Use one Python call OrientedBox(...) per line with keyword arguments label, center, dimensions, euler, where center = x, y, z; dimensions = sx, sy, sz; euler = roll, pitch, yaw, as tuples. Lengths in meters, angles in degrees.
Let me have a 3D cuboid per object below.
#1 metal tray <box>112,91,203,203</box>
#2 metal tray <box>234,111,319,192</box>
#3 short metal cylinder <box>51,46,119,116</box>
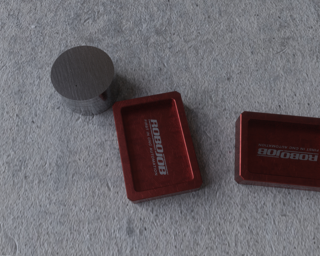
OrientedBox(label="metal tray", center=(-0.005, 0.023, 0.396), dimensions=(0.091, 0.030, 0.130), euler=(-11, 70, -4))
OrientedBox(label="metal tray", center=(0.164, 0.030, 0.395), dimensions=(0.131, 0.030, 0.090), euler=(5, 70, 2))
OrientedBox(label="short metal cylinder", center=(-0.098, -0.063, 0.417), dimensions=(0.081, 0.050, 0.080), euler=(0, 70, 0))
